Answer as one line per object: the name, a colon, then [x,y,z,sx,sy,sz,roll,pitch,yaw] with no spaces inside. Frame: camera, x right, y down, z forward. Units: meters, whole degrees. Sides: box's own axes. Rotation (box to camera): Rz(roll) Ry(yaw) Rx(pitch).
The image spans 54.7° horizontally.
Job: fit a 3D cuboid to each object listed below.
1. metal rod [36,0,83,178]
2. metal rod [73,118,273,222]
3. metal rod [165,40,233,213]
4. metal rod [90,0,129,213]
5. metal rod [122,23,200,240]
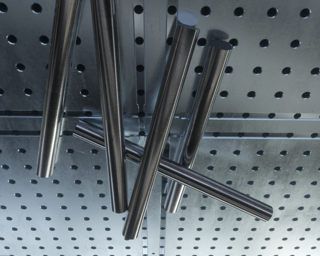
metal rod: [-0.125,-0.043,0.373,0.025,0.025,0.298,14,129,-12]
metal rod: [0.024,0.062,0.433,0.301,0.025,0.025,26,126,-9]
metal rod: [0.043,0.022,0.430,0.025,0.025,0.298,7,130,-6]
metal rod: [-0.056,-0.016,0.365,0.025,0.025,0.298,0,121,-1]
metal rod: [-0.007,0.023,0.387,0.025,0.025,0.298,11,116,-10]
